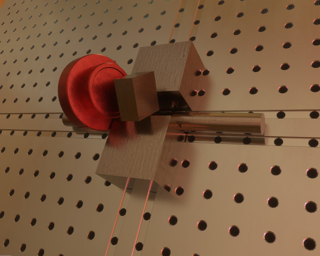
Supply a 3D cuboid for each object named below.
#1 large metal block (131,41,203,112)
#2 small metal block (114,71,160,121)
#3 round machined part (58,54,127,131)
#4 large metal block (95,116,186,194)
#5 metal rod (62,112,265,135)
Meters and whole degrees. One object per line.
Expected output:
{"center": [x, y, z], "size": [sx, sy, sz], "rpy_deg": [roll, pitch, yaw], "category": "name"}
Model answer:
{"center": [0.008, -0.069, 0.431], "size": [0.080, 0.050, 0.080], "rpy_deg": [1, 62, 28], "category": "large metal block"}
{"center": [-0.027, -0.039, 0.374], "size": [0.025, 0.050, 0.050], "rpy_deg": [1, 18, 29], "category": "small metal block"}
{"center": [-0.073, -0.045, 0.390], "size": [0.042, 0.098, 0.098], "rpy_deg": [-4, 59, 43], "category": "round machined part"}
{"center": [-0.022, 0.031, 0.385], "size": [0.080, 0.050, 0.080], "rpy_deg": [1, 62, 29], "category": "large metal block"}
{"center": [-0.015, -0.010, 0.422], "size": [0.300, 0.025, 0.025], "rpy_deg": [2, 63, 29], "category": "metal rod"}
